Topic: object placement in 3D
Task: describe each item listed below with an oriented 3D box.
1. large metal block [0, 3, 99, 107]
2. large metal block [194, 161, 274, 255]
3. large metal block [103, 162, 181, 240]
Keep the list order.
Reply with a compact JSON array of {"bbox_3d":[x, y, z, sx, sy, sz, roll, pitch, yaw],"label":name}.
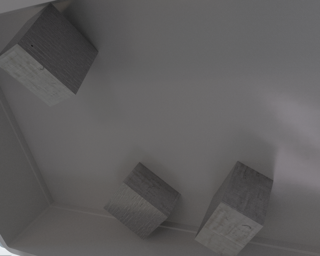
[{"bbox_3d":[-0.132,-0.086,0.373,0.050,0.080,0.080,-17,133,35],"label":"large metal block"},{"bbox_3d":[0.093,0.102,0.387,0.050,0.080,0.079,29,128,9],"label":"large metal block"},{"bbox_3d":[-0.028,0.113,0.478,0.080,0.050,0.080,38,129,2],"label":"large metal block"}]
